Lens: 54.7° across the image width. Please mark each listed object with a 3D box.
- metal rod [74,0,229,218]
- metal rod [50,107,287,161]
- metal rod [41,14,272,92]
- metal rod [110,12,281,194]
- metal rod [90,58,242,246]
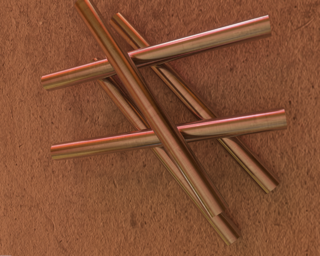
[{"bbox_3d":[-0.016,-0.033,0.362,0.025,0.025,0.299,-36,79,16],"label":"metal rod"},{"bbox_3d":[-0.004,0.011,0.385,0.301,0.025,0.025,-9,87,19],"label":"metal rod"},{"bbox_3d":[-0.019,-0.089,0.390,0.301,0.025,0.025,-10,87,19],"label":"metal rod"},{"bbox_3d":[0.036,-0.040,0.396,0.025,0.025,0.300,-44,77,14],"label":"metal rod"},{"bbox_3d":[-0.002,0.022,0.409,0.025,0.025,0.300,-42,77,15],"label":"metal rod"}]
